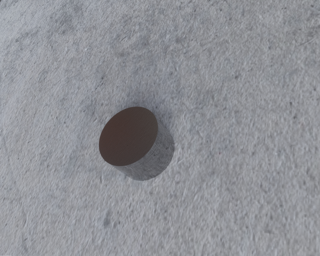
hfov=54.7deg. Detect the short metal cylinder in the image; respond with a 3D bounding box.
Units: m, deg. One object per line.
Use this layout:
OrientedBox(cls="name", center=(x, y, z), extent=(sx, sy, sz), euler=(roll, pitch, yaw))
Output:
OrientedBox(cls="short metal cylinder", center=(-0.028, 0.020, 0.389), extent=(0.080, 0.050, 0.080), euler=(-13, 56, 20))
